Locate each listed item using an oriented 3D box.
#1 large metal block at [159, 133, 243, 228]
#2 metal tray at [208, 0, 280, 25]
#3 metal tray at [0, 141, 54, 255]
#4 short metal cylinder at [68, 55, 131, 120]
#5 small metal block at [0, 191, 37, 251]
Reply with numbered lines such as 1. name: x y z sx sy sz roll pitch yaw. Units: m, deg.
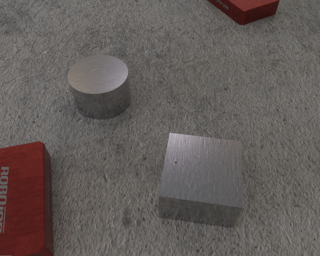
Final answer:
1. large metal block: 0.045 0.056 0.340 0.080 0.050 0.080 7 50 5
2. metal tray: 0.160 -0.261 0.621 0.091 0.030 0.130 -23 54 -18
3. metal tray: -0.163 0.080 0.322 0.091 0.030 0.130 -11 51 -9
4. short metal cylinder: -0.083 -0.058 0.435 0.081 0.050 0.080 0 50 0
5. small metal block: -0.157 0.096 0.321 0.050 0.025 0.050 -10 51 -9
